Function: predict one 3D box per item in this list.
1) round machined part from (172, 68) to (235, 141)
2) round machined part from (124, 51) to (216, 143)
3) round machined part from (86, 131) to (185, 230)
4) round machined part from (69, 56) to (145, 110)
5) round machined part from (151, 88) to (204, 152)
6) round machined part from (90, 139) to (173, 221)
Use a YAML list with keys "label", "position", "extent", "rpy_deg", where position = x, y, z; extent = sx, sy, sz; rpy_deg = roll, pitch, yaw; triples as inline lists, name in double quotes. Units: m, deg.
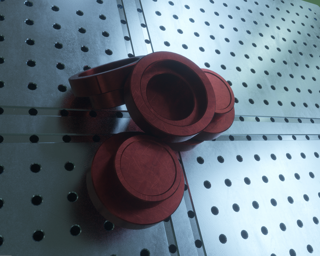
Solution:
- label: "round machined part"
  position: [0.055, -0.037, 0.393]
  extent: [0.099, 0.042, 0.098]
  rpy_deg: [14, 55, -20]
- label: "round machined part"
  position: [0.008, -0.030, 0.337]
  extent: [0.099, 0.042, 0.098]
  rpy_deg: [9, 66, -22]
- label: "round machined part"
  position: [-0.018, 0.046, 0.305]
  extent: [0.099, 0.042, 0.098]
  rpy_deg: [13, 56, -21]
- label: "round machined part"
  position: [-0.055, -0.054, 0.375]
  extent: [0.099, 0.098, 0.042]
  rpy_deg: [-31, 114, -38]
- label: "round machined part"
  position: [0.027, -0.023, 0.398]
  extent: [0.099, 0.042, 0.098]
  rpy_deg: [13, 56, -21]
- label: "round machined part"
  position: [-0.023, 0.047, 0.329]
  extent: [0.099, 0.042, 0.098]
  rpy_deg: [13, 56, -21]
